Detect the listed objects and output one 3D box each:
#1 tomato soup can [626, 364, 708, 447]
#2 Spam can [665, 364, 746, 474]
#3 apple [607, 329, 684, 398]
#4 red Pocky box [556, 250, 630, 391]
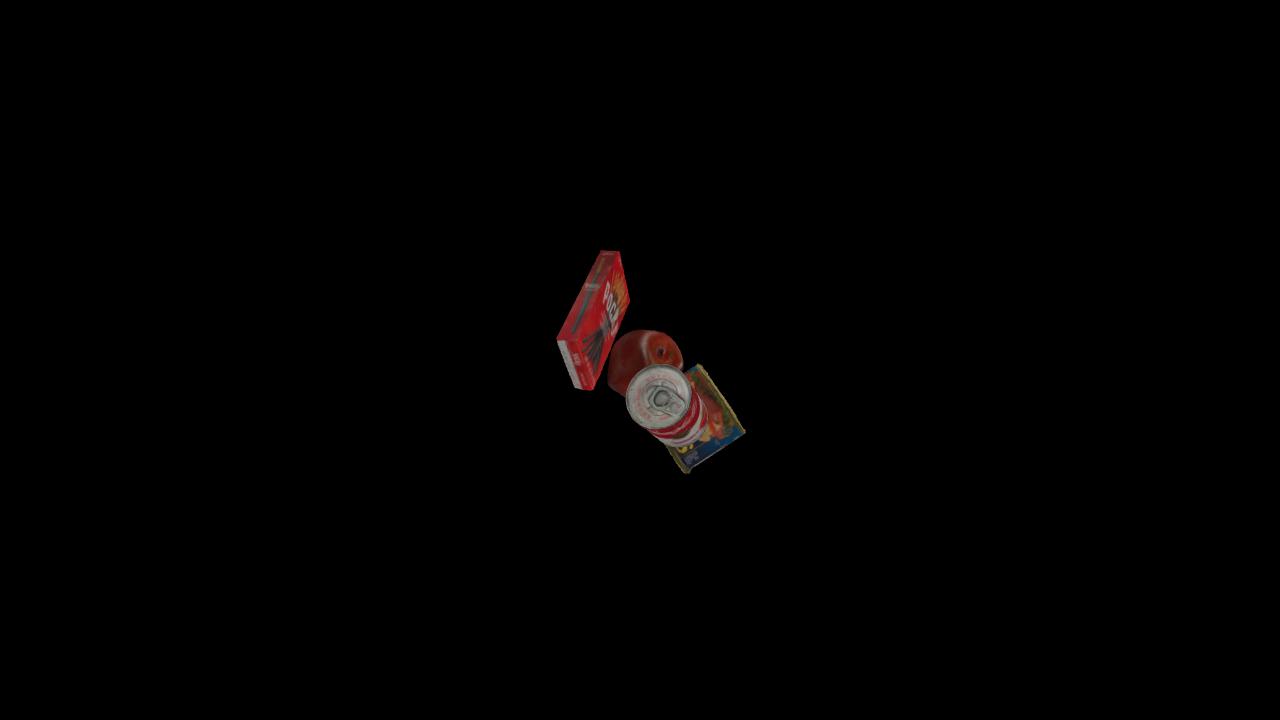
[{"bbox_3d":[0.031,0.051,0.648,0.068,0.068,0.101,0,-19,16],"label":"tomato soup can"},{"bbox_3d":[0.063,0.067,0.720,0.085,0.101,0.058,-34,-14,7],"label":"Spam can"},{"bbox_3d":[0.003,0.006,0.689,0.079,0.079,0.093,0,-22,-35],"label":"apple"},{"bbox_3d":[-0.050,-0.049,0.714,0.028,0.155,0.083,5,-41,18],"label":"red Pocky box"}]
